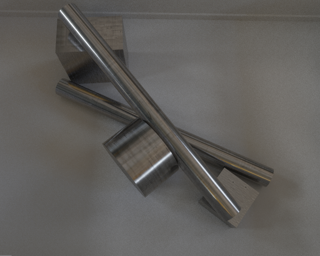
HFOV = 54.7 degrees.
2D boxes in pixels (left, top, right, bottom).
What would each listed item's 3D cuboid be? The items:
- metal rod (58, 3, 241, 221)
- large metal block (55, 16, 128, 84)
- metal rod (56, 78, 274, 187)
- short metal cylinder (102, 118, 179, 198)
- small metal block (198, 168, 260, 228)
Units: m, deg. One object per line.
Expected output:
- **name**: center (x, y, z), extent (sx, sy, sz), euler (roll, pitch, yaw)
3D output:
- **metal rod**: center (-0.014, -0.020, 0.354), extent (0.025, 0.025, 0.300), euler (-39, 87, -13)
- **large metal block**: center (-0.086, -0.102, 0.416), extent (0.081, 0.080, 0.050), euler (-3, 70, -2)
- **metal rod**: center (0.000, 0.003, 0.407), extent (0.301, 0.025, 0.025), euler (24, 72, 8)
- **short metal cylinder**: center (-0.023, 0.034, 0.365), extent (0.050, 0.080, 0.080), euler (-38, 75, -13)
- **small metal block**: center (0.083, 0.085, 0.378), extent (0.050, 0.025, 0.050), euler (36, 74, 12)
